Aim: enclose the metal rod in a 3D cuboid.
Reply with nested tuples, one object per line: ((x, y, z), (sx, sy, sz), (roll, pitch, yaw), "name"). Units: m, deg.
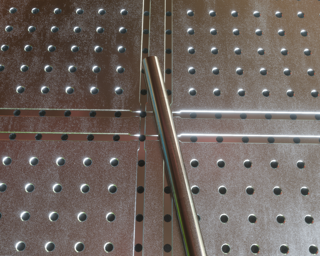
((0.017, 0.041, 0.397), (0.025, 0.025, 0.299), (-11, 70, -4), "metal rod")
